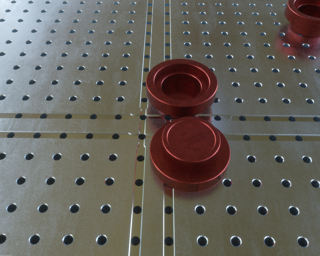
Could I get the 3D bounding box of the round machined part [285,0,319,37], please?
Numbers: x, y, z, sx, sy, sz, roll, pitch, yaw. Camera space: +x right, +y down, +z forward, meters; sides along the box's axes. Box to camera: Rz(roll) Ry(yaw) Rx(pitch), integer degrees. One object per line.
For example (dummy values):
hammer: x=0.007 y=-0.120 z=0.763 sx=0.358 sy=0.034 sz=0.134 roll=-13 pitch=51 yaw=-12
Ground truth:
round machined part: x=0.280 y=-0.205 z=0.573 sx=0.099 sy=0.042 sz=0.098 roll=0 pitch=50 yaw=0

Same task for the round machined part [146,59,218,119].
round machined part: x=0.030 y=-0.051 z=0.440 sx=0.099 sy=0.042 sz=0.098 roll=0 pitch=50 yaw=0

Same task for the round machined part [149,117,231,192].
round machined part: x=0.036 y=0.024 z=0.377 sx=0.099 sy=0.042 sz=0.098 roll=0 pitch=50 yaw=0
